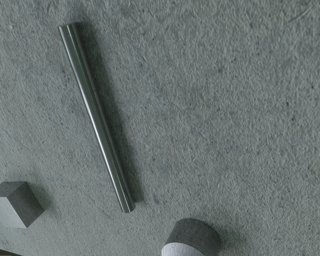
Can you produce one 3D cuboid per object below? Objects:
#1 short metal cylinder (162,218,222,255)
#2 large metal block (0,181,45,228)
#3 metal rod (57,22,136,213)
[{"bbox_3d":[0.049,0.188,0.480,0.080,0.050,0.079,13,124,20],"label":"short metal cylinder"},{"bbox_3d":[-0.304,0.159,0.646,0.080,0.050,0.080,-8,115,31],"label":"large metal block"},{"bbox_3d":[-0.084,0.002,0.450,0.025,0.025,0.298,1,119,27],"label":"metal rod"}]
